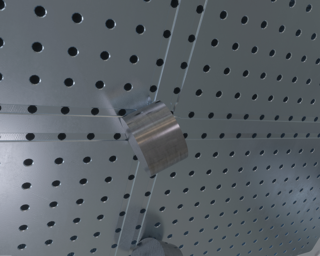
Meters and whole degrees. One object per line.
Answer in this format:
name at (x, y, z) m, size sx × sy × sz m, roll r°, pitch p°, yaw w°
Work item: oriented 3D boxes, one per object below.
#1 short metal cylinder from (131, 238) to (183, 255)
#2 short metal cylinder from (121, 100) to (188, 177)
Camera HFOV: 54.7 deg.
short metal cylinder at (-0.006, 0.229, 0.514) m, size 0.050 × 0.080 × 0.080 m, roll 34°, pitch 99°, yaw -39°
short metal cylinder at (-0.008, 0.013, 0.379) m, size 0.050 × 0.080 × 0.080 m, roll -26°, pitch 128°, yaw -12°
